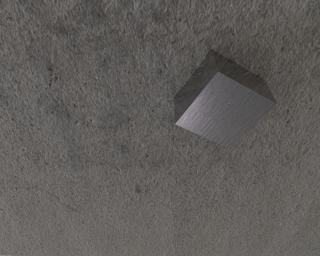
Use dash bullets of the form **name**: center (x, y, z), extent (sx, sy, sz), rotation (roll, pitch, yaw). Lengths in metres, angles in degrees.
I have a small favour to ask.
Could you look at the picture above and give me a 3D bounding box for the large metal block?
- **large metal block**: center (0.072, -0.031, 0.364), extent (0.080, 0.050, 0.080), rotation (24, 126, -19)
